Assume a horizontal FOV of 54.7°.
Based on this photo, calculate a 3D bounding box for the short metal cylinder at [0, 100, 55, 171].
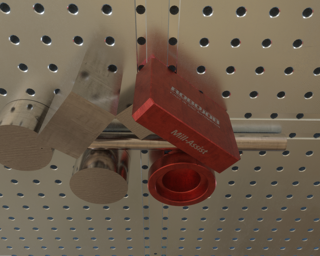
[{"bbox_3d":[-0.174,0.010,0.402,0.081,0.050,0.079,0,130,0],"label":"short metal cylinder"}]

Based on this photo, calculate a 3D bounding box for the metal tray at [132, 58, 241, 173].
[{"bbox_3d":[0.031,-0.014,0.356,0.130,0.090,0.030,33,123,-25],"label":"metal tray"}]

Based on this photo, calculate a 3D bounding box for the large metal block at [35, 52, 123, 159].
[{"bbox_3d":[-0.089,-0.025,0.353,0.050,0.080,0.080,31,123,-24],"label":"large metal block"}]

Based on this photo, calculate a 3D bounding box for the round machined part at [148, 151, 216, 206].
[{"bbox_3d":[0.032,0.070,0.460,0.099,0.042,0.097,0,130,0],"label":"round machined part"}]

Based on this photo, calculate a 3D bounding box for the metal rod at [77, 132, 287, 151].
[{"bbox_3d":[0.020,0.018,0.427,0.302,0.025,0.025,1,130,-1],"label":"metal rod"}]

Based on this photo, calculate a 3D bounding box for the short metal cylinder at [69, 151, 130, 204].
[{"bbox_3d":[-0.085,0.066,0.450,0.081,0.050,0.079,0,130,0],"label":"short metal cylinder"}]

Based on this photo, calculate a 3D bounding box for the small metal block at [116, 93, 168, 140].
[{"bbox_3d":[-0.021,-0.019,0.395,0.050,0.025,0.050,-32,124,24],"label":"small metal block"}]
